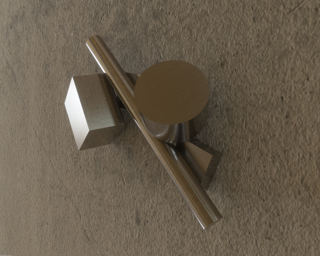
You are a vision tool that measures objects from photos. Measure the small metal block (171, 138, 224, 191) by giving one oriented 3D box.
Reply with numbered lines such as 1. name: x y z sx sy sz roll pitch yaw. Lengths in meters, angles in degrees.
1. small metal block: 0.041 0.042 0.372 0.050 0.025 0.050 31 109 35

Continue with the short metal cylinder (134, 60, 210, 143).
1. short metal cylinder: 0.015 -0.029 0.350 0.080 0.050 0.080 -2 65 6

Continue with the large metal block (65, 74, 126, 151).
1. large metal block: -0.097 -0.022 0.446 0.080 0.050 0.080 -45 61 57

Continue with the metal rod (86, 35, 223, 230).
1. metal rod: -0.020 -0.012 0.388 0.025 0.025 0.299 -48 62 29

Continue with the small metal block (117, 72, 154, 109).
1. small metal block: -0.033 -0.050 0.432 0.050 0.025 0.050 16 100 38
